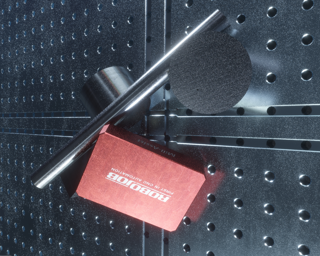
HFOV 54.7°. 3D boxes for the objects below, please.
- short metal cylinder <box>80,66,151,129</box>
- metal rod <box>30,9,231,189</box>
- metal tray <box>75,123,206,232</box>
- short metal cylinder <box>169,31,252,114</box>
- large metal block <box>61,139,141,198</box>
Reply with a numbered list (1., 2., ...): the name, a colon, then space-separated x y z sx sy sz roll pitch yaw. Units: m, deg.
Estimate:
1. short metal cylinder: -0.060 -0.037 0.420 0.080 0.081 0.050 -51 61 28
2. metal rod: -0.042 -0.028 0.372 0.300 0.025 0.025 -40 64 9
3. metal tray: -0.023 0.061 0.371 0.131 0.030 0.089 24 110 -7
4. short metal cylinder: 0.050 -0.058 0.325 0.080 0.050 0.079 0 102 2
5. large metal block: -0.085 0.051 0.440 0.080 0.081 0.050 -47 62 29
